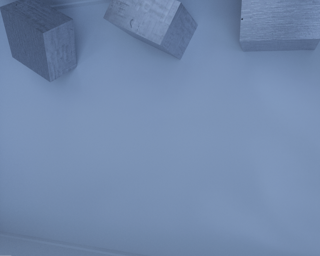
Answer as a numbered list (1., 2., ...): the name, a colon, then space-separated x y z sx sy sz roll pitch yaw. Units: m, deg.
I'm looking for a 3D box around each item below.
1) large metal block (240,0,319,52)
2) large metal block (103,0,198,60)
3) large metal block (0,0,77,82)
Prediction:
1. large metal block: 0.136 -0.133 0.349 0.080 0.050 0.079 3 91 20
2. large metal block: -0.008 -0.132 0.384 0.080 0.080 0.050 30 100 17
3. large metal block: -0.167 -0.125 0.435 0.080 0.050 0.079 32 141 17
